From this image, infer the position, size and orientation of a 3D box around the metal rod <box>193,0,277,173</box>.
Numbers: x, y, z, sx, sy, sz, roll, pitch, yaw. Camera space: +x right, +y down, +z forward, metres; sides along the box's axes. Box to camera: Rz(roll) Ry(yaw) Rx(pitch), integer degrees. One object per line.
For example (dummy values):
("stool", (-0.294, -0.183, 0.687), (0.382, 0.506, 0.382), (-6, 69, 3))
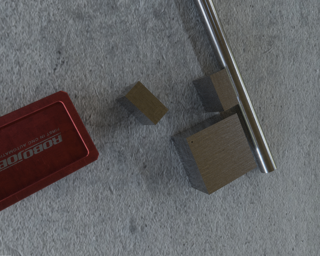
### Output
("metal rod", (0.106, -0.072, 0.449), (0.025, 0.025, 0.299), (-27, 99, -18))

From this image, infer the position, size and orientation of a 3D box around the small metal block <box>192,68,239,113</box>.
("small metal block", (0.075, -0.050, 0.425), (0.025, 0.050, 0.050), (-27, 100, -18))

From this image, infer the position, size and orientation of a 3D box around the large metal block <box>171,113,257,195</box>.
("large metal block", (0.073, 0.032, 0.424), (0.081, 0.050, 0.080), (-25, 99, -19))

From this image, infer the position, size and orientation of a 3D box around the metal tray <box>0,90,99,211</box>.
("metal tray", (-0.148, 0.024, 0.351), (0.131, 0.030, 0.090), (-28, 100, -18))

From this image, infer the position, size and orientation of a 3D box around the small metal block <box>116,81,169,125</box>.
("small metal block", (-0.023, -0.030, 0.388), (0.050, 0.050, 0.025), (44, 76, -15))
